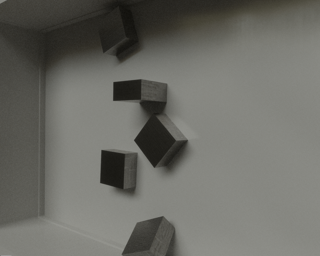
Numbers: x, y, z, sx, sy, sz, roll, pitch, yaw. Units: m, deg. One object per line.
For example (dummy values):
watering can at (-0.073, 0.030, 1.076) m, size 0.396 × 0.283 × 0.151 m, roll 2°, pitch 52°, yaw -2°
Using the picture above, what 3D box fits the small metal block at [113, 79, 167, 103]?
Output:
small metal block at (-0.026, -0.047, 0.410) m, size 0.050 × 0.050 × 0.025 m, roll 2°, pitch 91°, yaw 39°

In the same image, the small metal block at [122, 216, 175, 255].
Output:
small metal block at (-0.014, 0.145, 0.397) m, size 0.050 × 0.050 × 0.025 m, roll -26°, pitch 112°, yaw 36°

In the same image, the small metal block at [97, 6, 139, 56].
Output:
small metal block at (-0.063, -0.141, 0.456) m, size 0.050 × 0.025 × 0.050 m, roll -22°, pitch 76°, yaw 37°

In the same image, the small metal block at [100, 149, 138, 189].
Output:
small metal block at (-0.061, 0.059, 0.455) m, size 0.050 × 0.025 × 0.050 m, roll 4°, pitch 93°, yaw 39°

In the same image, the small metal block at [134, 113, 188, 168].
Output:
small metal block at (0.000, 0.016, 0.405) m, size 0.050 × 0.025 × 0.050 m, roll 51°, pitch 120°, yaw 27°
